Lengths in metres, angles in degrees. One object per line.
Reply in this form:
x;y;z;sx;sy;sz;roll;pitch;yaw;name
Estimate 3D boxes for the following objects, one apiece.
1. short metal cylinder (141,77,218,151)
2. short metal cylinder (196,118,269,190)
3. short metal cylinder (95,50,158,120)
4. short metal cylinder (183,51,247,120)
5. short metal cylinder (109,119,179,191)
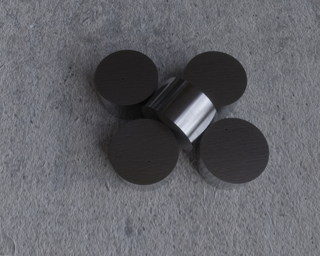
0.024;-0.017;0.387;0.080;0.080;0.050;38;74;12;short metal cylinder
0.087;0.033;0.384;0.081;0.050;0.080;0;70;0;short metal cylinder
-0.043;-0.057;0.415;0.081;0.050;0.080;0;70;0;short metal cylinder
0.070;-0.055;0.415;0.081;0.050;0.080;0;70;0;short metal cylinder
-0.018;0.035;0.382;0.081;0.050;0.080;0;70;0;short metal cylinder
